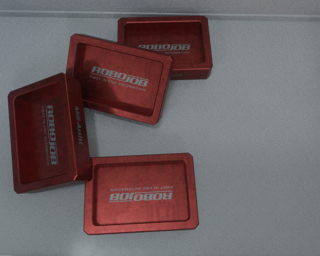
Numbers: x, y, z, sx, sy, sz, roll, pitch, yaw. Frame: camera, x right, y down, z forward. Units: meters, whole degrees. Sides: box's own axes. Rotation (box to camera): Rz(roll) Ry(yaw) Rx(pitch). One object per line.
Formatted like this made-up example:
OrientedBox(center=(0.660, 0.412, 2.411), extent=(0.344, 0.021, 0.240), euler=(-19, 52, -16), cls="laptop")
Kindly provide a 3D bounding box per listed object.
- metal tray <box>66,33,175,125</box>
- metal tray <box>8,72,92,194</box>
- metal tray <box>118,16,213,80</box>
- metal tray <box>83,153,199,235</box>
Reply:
OrientedBox(center=(-0.055, -0.064, 0.404), extent=(0.131, 0.030, 0.089), euler=(14, 107, 5), cls="metal tray")
OrientedBox(center=(-0.136, 0.008, 0.377), extent=(0.090, 0.030, 0.129), euler=(-15, 76, 18), cls="metal tray")
OrientedBox(center=(0.006, -0.116, 0.449), extent=(0.131, 0.030, 0.090), euler=(-2, 70, -1), cls="metal tray")
OrientedBox(center=(-0.023, 0.080, 0.377), extent=(0.131, 0.030, 0.090), euler=(-3, 70, -2), cls="metal tray")
